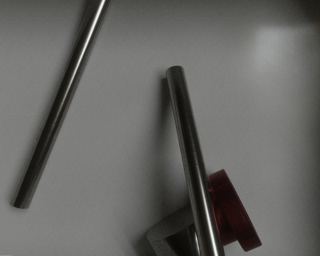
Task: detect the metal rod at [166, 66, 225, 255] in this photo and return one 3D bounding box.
[{"bbox_3d":[0.042,0.058,0.350,0.025,0.025,0.299,-9,65,0],"label":"metal rod"}]

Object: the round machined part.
[{"bbox_3d":[0.081,0.103,0.377,0.042,0.098,0.098,-27,90,8],"label":"round machined part"}]

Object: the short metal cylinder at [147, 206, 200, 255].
[{"bbox_3d":[0.031,0.138,0.384,0.080,0.080,0.050,-27,90,0],"label":"short metal cylinder"}]

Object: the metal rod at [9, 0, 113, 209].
[{"bbox_3d":[-0.130,-0.037,0.409,0.025,0.025,0.299,22,90,-1],"label":"metal rod"}]
